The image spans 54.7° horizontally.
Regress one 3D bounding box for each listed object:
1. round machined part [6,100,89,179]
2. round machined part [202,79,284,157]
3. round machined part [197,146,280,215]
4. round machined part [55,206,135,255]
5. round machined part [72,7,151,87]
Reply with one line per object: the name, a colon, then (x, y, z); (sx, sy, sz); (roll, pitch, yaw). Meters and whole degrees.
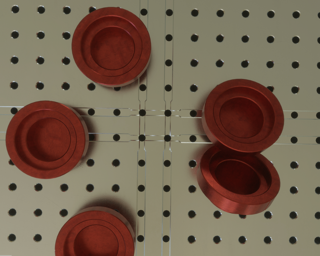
round machined part: (-0.142, 0.014, 0.403); (0.099, 0.042, 0.097); (0, 90, -1)
round machined part: (0.102, -0.010, 0.396); (0.099, 0.042, 0.098); (1, 69, -3)
round machined part: (0.094, 0.068, 0.388); (0.099, 0.098, 0.042); (10, 130, -1)
round machined part: (-0.081, 0.151, 0.404); (0.099, 0.042, 0.097); (0, 90, -1)
round machined part: (-0.060, -0.102, 0.404); (0.099, 0.042, 0.097); (0, 90, -1)
